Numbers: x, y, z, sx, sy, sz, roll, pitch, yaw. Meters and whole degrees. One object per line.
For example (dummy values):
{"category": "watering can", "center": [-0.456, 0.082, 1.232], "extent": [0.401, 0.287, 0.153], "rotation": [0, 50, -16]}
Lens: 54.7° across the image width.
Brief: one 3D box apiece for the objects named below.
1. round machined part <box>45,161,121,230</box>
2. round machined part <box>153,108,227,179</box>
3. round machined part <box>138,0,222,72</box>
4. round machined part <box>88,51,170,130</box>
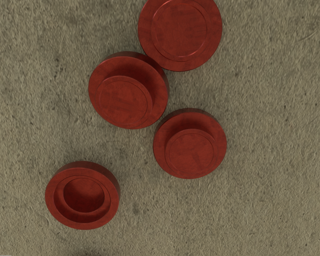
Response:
{"category": "round machined part", "center": [-0.104, 0.089, 0.433], "extent": [0.099, 0.042, 0.097], "rotation": [0, 110, 0]}
{"category": "round machined part", "center": [0.040, 0.026, 0.410], "extent": [0.099, 0.042, 0.097], "rotation": [0, 110, 0]}
{"category": "round machined part", "center": [0.023, -0.113, 0.359], "extent": [0.099, 0.042, 0.097], "rotation": [0, 110, 0]}
{"category": "round machined part", "center": [-0.040, -0.039, 0.374], "extent": [0.099, 0.042, 0.097], "rotation": [4, 122, 7]}
